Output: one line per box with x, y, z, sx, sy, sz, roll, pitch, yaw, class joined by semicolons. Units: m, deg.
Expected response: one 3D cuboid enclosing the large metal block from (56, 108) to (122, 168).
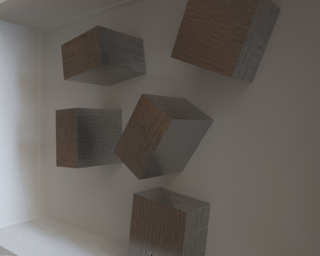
-0.102;0.014;0.452;0.050;0.081;0.079;-2;89;40;large metal block

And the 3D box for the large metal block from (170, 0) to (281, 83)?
0.068;-0.101;0.333;0.080;0.050;0.079;28;107;36;large metal block

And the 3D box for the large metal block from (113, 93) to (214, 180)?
0.005;0.009;0.365;0.050;0.081;0.079;42;115;31;large metal block

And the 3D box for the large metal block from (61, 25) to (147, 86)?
-0.078;-0.096;0.433;0.080;0.081;0.050;-10;84;39;large metal block

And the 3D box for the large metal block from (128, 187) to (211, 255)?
0.010;0.125;0.380;0.080;0.050;0.079;10;96;39;large metal block
